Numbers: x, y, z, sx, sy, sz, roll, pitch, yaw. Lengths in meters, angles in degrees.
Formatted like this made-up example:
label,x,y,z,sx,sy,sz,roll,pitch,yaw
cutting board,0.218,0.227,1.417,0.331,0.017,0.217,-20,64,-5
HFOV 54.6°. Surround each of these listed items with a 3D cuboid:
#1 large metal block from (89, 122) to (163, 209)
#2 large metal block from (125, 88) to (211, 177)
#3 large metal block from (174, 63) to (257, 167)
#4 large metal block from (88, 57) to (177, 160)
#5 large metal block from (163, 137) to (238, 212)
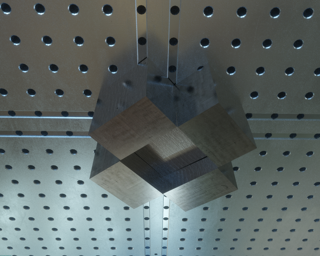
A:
label,x,y,z,sx,sy,sz,roll,pitch,yaw
large metal block,-0.041,0.047,0.415,0.050,0.080,0.080,-32,124,24
large metal block,0.012,0.007,0.400,0.080,0.050,0.080,-30,123,25
large metal block,0.063,-0.015,0.363,0.050,0.080,0.080,-32,124,23
large metal block,-0.029,-0.023,0.356,0.080,0.080,0.050,-31,124,24
large metal block,0.051,0.055,0.424,0.080,0.080,0.050,-30,124,23
